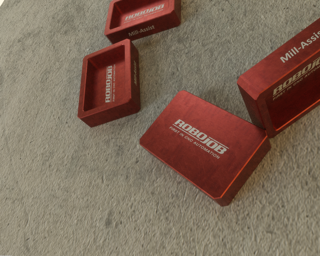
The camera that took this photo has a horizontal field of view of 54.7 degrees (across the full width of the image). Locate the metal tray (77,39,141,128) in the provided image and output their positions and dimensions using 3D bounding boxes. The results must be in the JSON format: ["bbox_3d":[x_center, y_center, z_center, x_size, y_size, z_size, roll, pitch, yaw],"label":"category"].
[{"bbox_3d":[-0.079,-0.072,0.486,0.090,0.030,0.130,-17,55,18],"label":"metal tray"}]

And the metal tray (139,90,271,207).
[{"bbox_3d":[0.049,0.018,0.364,0.130,0.030,0.090,33,80,38],"label":"metal tray"}]

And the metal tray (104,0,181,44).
[{"bbox_3d":[-0.029,-0.201,0.539,0.130,0.030,0.090,-11,57,22],"label":"metal tray"}]

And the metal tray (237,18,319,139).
[{"bbox_3d":[0.149,-0.054,0.317,0.130,0.090,0.030,-36,51,4],"label":"metal tray"}]
